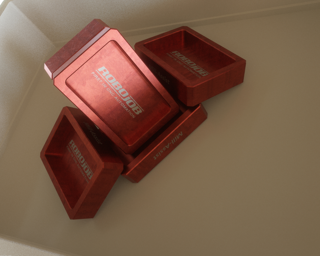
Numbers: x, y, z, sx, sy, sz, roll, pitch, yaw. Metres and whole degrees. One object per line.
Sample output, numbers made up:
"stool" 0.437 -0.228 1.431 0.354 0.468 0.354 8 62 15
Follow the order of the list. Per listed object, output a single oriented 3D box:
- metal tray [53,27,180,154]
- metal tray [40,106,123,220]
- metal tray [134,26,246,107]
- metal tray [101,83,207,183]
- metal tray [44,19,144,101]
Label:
"metal tray" -0.049 -0.041 0.370 0.090 0.130 0.030 -42 28 -1
"metal tray" -0.108 0.042 0.407 0.130 0.030 0.090 46 112 38
"metal tray" 0.036 -0.088 0.412 0.091 0.030 0.130 -26 48 -21
"metal tray" -0.014 -0.003 0.408 0.130 0.030 0.090 -43 51 -2
"metal tray" -0.073 -0.066 0.412 0.090 0.130 0.030 -43 51 -1
